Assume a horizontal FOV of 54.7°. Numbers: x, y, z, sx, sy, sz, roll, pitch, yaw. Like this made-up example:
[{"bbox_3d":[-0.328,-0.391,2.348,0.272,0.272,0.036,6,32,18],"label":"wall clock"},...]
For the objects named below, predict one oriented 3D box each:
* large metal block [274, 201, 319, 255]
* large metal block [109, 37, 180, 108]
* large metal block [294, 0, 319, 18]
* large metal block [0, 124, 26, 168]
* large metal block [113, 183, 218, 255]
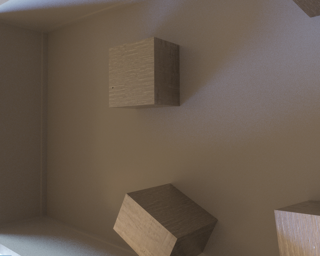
[{"bbox_3d":[0.148,0.107,0.253,0.080,0.050,0.080,-13,81,58],"label":"large metal block"},{"bbox_3d":[-0.021,-0.068,0.408,0.080,0.050,0.080,0,90,40],"label":"large metal block"},{"bbox_3d":[0.151,-0.133,0.246,0.080,0.081,0.050,-1,89,40],"label":"large metal block"},{"bbox_3d":[-0.339,0.036,0.674,0.080,0.050,0.079,14,99,39],"label":"large metal block"},{"bbox_3d":[0.007,0.114,0.365,0.080,0.081,0.050,32,110,35],"label":"large metal block"}]
